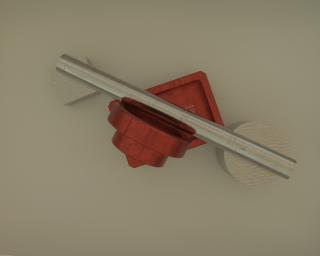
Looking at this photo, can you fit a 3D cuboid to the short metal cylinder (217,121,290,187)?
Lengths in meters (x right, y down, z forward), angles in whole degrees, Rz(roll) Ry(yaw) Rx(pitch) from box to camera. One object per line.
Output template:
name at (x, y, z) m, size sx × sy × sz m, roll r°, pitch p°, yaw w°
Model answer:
short metal cylinder at (0.117, 0.031, 0.399) m, size 0.081 × 0.050 × 0.079 m, roll 0°, pitch 90°, yaw -1°

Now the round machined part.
round machined part at (-0.017, 0.011, 0.360) m, size 0.098 × 0.098 × 0.042 m, roll 28°, pitch 98°, yaw -1°

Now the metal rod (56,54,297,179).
metal rod at (0.014, -0.016, 0.369) m, size 0.301 × 0.025 × 0.025 m, roll 25°, pitch 90°, yaw 6°

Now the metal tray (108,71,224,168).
metal tray at (0.009, -0.011, 0.407) m, size 0.131 × 0.030 × 0.090 m, roll -19°, pitch 90°, yaw -1°

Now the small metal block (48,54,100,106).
small metal block at (-0.111, -0.062, 0.408) m, size 0.050 × 0.025 × 0.050 m, roll -22°, pitch 90°, yaw -1°
